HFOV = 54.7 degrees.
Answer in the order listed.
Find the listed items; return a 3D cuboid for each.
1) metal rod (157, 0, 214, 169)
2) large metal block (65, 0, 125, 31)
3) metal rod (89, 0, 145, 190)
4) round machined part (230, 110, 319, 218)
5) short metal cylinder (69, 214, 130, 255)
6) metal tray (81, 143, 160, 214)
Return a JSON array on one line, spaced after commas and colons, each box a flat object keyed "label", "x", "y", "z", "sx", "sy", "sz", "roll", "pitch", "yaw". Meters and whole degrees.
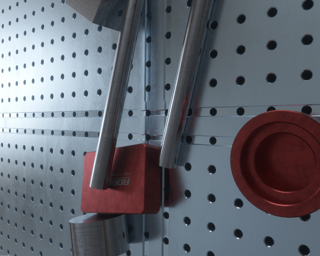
[{"label": "metal rod", "x": 0.039, "y": -0.096, "z": 0.375, "sx": 0.025, "sy": 0.025, "sz": 0.298, "roll": 20, "pitch": 102, "yaw": 38}, {"label": "large metal block", "x": -0.087, "y": -0.204, "z": 0.463, "sx": 0.080, "sy": 0.050, "sz": 0.079, "roll": 42, "pitch": 115, "yaw": 31}, {"label": "metal rod", "x": -0.056, "y": -0.065, "z": 0.427, "sx": 0.025, "sy": 0.025, "sz": 0.298, "roll": 10, "pitch": 88, "yaw": 39}, {"label": "round machined part", "x": 0.122, "y": 0.032, "z": 0.297, "sx": 0.098, "sy": 0.042, "sz": 0.097, "roll": 0, "pitch": 90, "yaw": 39}, {"label": "short metal cylinder", "x": -0.086, "y": 0.151, "z": 0.442, "sx": 0.080, "sy": 0.081, "sz": 0.050, "roll": -12, "pitch": 83, "yaw": 39}, {"label": "metal tray", "x": -0.059, "y": 0.075, "z": 0.441, "sx": 0.130, "sy": 0.030, "sz": 0.090, "roll": -11, "pitch": 71, "yaw": 39}]
